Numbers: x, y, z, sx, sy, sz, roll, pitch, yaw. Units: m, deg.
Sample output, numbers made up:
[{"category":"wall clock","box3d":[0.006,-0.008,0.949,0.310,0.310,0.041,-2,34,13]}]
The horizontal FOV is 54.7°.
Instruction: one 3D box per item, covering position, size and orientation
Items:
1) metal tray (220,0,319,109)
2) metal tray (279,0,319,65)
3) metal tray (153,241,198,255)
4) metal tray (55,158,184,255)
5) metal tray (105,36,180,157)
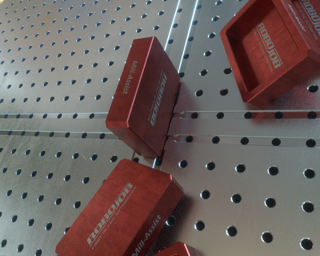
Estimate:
[{"category":"metal tray","box3d":[0.126,-0.100,0.371,0.090,0.030,0.130,-43,43,40]},{"category":"metal tray","box3d":[0.191,-0.141,0.391,0.090,0.030,0.130,-19,54,17]},{"category":"metal tray","box3d":[-0.011,0.182,0.298,0.130,0.030,0.090,-31,52,7]},{"category":"metal tray","box3d":[-0.044,0.101,0.341,0.090,0.030,0.130,13,59,45]},{"category":"metal tray","box3d":[-0.016,-0.039,0.397,0.030,0.090,0.130,0,62,28]}]
